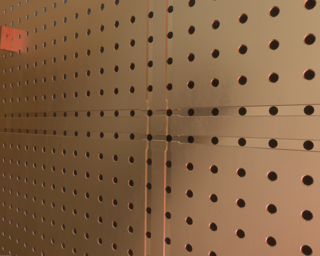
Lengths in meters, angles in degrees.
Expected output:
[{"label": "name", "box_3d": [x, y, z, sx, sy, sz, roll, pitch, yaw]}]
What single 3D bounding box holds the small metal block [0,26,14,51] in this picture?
[{"label": "small metal block", "box_3d": [-0.362, -0.205, 0.709, 0.050, 0.025, 0.050, 15, 100, 39]}]
